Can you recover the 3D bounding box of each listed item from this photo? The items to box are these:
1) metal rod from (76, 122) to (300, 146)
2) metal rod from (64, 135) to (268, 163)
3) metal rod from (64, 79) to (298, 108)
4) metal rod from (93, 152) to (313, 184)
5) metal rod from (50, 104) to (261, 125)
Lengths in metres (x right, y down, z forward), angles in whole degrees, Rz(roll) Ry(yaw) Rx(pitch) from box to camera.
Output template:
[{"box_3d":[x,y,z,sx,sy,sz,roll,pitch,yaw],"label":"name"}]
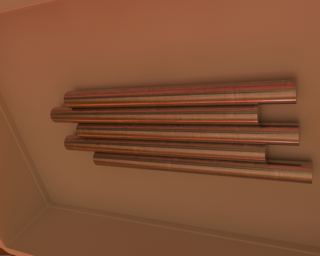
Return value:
[{"box_3d":[0.016,0.004,0.400,0.301,0.025,0.025,1,119,27],"label":"metal rod"},{"box_3d":[-0.010,0.026,0.427,0.301,0.025,0.025,1,119,27],"label":"metal rod"},{"box_3d":[0.004,-0.039,0.380,0.301,0.025,0.025,1,119,27],"label":"metal rod"},{"box_3d":[0.037,0.048,0.416,0.301,0.025,0.025,1,119,27],"label":"metal rod"},{"box_3d":[-0.025,-0.018,0.407,0.301,0.025,0.025,1,119,27],"label":"metal rod"}]
